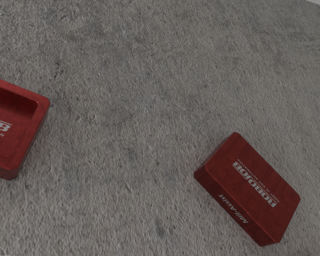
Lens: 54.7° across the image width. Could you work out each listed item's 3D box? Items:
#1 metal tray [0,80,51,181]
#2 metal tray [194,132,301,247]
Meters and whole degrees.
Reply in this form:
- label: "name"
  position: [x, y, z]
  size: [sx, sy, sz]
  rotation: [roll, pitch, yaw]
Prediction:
- label: "metal tray"
  position: [-0.189, -0.012, 0.305]
  size: [0.131, 0.030, 0.090]
  rotation: [22, 53, -15]
- label: "metal tray"
  position: [0.119, 0.079, 0.416]
  size: [0.130, 0.030, 0.091]
  rotation: [46, 51, 4]
